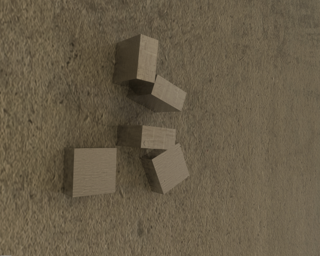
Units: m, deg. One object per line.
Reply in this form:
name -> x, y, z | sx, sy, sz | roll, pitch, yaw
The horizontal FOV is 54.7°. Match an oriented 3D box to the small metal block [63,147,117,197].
small metal block -> -0.077, 0.046, 0.340 | 0.050, 0.025, 0.050 | 3, 88, -40

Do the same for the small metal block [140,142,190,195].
small metal block -> 0.007, 0.052, 0.410 | 0.050, 0.025, 0.050 | -29, 108, -36

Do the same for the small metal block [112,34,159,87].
small metal block -> -0.029, -0.077, 0.363 | 0.025, 0.050, 0.050 | 8, 85, -40

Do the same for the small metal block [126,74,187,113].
small metal block -> -0.005, -0.041, 0.384 | 0.050, 0.050, 0.025 | 27, 74, -37

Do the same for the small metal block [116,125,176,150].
small metal block -> -0.017, 0.012, 0.374 | 0.050, 0.050, 0.025 | 7, 86, -40
